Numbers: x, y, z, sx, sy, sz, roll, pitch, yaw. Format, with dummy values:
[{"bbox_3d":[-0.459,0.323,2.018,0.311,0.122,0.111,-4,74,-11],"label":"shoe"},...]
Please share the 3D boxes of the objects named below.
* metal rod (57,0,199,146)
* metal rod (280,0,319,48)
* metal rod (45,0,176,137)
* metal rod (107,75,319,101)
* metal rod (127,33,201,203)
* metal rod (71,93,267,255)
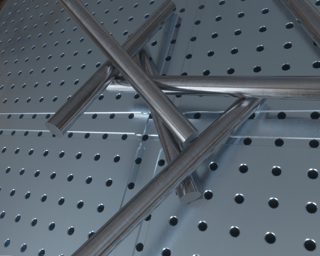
[{"bbox_3d":[-0.056,-0.095,0.411,0.025,0.025,0.300,-41,71,1],"label":"metal rod"},{"bbox_3d":[0.202,-0.096,0.360,0.025,0.025,0.300,-25,53,13],"label":"metal rod"},{"bbox_3d":[-0.054,-0.102,0.447,0.025,0.025,0.301,10,50,32],"label":"metal rod"},{"bbox_3d":[0.055,-0.051,0.376,0.300,0.025,0.025,6,65,32],"label":"metal rod"},{"bbox_3d":[-0.005,-0.036,0.433,0.025,0.025,0.300,-27,52,11],"label":"metal rod"},{"bbox_3d":[0.010,0.055,0.333,0.301,0.025,0.025,-42,50,-15],"label":"metal rod"}]
